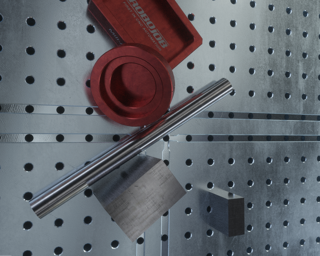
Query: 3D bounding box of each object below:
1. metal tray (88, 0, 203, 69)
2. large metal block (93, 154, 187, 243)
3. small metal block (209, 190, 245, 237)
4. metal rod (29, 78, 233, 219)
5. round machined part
[{"bbox_3d":[-0.017,-0.136,0.404,0.090,0.030,0.130,-43,104,-15],"label":"metal tray"},{"bbox_3d":[-0.028,0.078,0.374,0.080,0.080,0.050,-39,103,-16],"label":"large metal block"},{"bbox_3d":[0.093,0.118,0.436,0.025,0.050,0.050,-1,91,-20],"label":"small metal block"},{"bbox_3d":[-0.024,0.017,0.404,0.302,0.025,0.025,-33,101,-17],"label":"metal rod"},{"bbox_3d":[-0.030,-0.054,0.376,0.098,0.042,0.097,4,116,9],"label":"round machined part"}]
